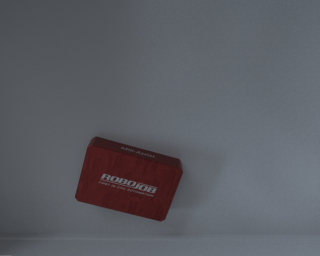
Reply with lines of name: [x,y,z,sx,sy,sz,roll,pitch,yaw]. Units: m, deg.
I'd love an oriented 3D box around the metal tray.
metal tray: [-0.043,0.073,0.435,0.131,0.030,0.089,16,109,-7]
